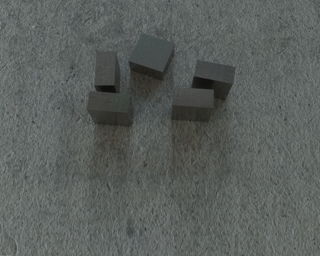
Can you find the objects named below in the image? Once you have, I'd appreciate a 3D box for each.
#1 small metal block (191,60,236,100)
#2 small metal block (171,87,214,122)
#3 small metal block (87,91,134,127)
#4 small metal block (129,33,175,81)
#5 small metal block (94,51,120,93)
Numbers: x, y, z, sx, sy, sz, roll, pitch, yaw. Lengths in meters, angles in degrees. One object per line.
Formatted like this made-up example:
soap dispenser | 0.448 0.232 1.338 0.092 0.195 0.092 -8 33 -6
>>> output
small metal block | 0.070 -0.064 0.418 0.050 0.050 0.025 12 71 4
small metal block | 0.041 -0.030 0.406 0.050 0.050 0.025 4 70 1
small metal block | -0.063 -0.024 0.403 0.050 0.050 0.025 5 70 2
small metal block | -0.011 -0.102 0.445 0.050 0.025 0.050 20 71 7
small metal block | -0.070 -0.068 0.419 0.025 0.050 0.050 -1 70 0
